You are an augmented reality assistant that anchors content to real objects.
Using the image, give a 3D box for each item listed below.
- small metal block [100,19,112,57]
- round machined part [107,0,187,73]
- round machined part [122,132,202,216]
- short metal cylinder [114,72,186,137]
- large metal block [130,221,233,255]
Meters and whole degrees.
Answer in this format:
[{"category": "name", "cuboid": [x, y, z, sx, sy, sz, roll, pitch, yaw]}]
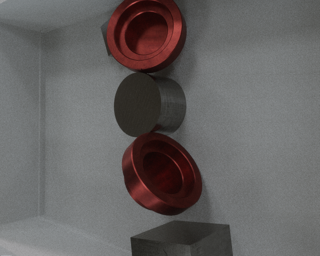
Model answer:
[{"category": "small metal block", "cuboid": [-0.056, -0.137, 0.451, 0.050, 0.025, 0.050, -26, 74, 36]}, {"category": "round machined part", "cuboid": [-0.014, -0.116, 0.391, 0.098, 0.042, 0.097, -2, 83, 18]}, {"category": "round machined part", "cuboid": [-0.002, 0.056, 0.360, 0.042, 0.099, 0.098, -46, 63, 35]}, {"category": "short metal cylinder", "cuboid": [-0.013, -0.028, 0.400, 0.080, 0.050, 0.079, 0, 90, 39]}, {"category": "large metal block", "cuboid": [0.026, 0.141, 0.348, 0.080, 0.081, 0.050, -9, 84, 39]}]
